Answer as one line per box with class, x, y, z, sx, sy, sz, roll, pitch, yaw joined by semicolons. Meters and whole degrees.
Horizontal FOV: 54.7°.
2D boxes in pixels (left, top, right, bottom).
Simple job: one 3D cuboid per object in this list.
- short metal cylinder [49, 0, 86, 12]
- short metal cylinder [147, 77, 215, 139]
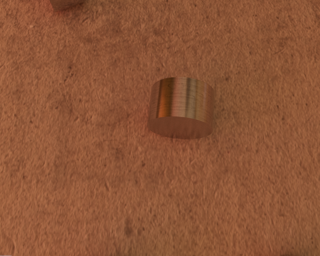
short metal cylinder;-0.149;-0.220;0.457;0.050;0.080;0.080;-25;72;-9
short metal cylinder;0.027;-0.022;0.387;0.080;0.080;0.050;6;70;2
